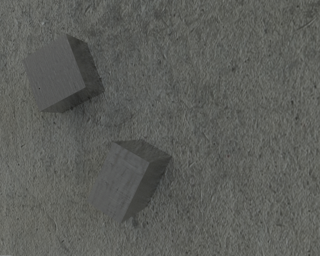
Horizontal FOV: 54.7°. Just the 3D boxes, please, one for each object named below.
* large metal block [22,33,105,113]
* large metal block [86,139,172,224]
[{"bbox_3d":[-0.138,-0.075,0.444,0.080,0.050,0.080,-24,82,18],"label":"large metal block"},{"bbox_3d":[-0.036,0.062,0.392,0.050,0.080,0.080,28,99,18],"label":"large metal block"}]
